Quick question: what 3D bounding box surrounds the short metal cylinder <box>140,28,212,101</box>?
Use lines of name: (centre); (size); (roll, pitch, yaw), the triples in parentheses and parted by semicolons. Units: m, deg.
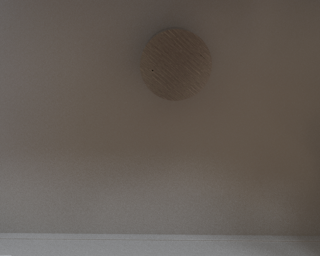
short metal cylinder: (0.018, -0.078, 0.369); (0.080, 0.050, 0.079); (0, 110, 0)
